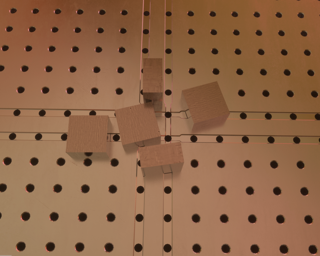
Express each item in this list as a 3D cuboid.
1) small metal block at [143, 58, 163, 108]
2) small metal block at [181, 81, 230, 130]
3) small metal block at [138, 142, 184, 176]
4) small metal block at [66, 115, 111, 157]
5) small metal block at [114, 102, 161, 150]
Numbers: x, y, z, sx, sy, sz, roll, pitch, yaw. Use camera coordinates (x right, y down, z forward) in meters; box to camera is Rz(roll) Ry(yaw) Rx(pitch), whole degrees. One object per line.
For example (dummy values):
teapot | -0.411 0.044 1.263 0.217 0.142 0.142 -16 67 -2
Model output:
small metal block | -0.009 -0.060 0.420 0.025 0.050 0.050 0 70 0
small metal block | 0.061 -0.031 0.424 0.050 0.025 0.050 -15 71 -6
small metal block | 0.001 0.039 0.384 0.050 0.050 0.025 -7 71 -3
small metal block | -0.093 0.011 0.407 0.050 0.025 0.050 0 70 -1
small metal block | -0.029 -0.003 0.412 0.050 0.025 0.050 -13 71 -5
